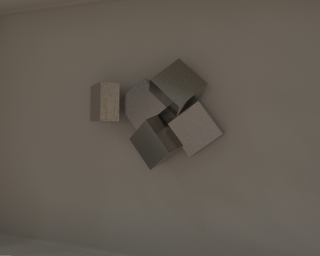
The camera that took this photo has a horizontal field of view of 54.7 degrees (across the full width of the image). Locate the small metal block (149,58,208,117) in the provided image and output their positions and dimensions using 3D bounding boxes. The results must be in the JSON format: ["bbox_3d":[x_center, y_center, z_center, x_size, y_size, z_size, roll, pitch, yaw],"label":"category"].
[{"bbox_3d":[0.022,-0.051,0.388,0.050,0.025,0.050,-40,75,-21],"label":"small metal block"}]

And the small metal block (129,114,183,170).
[{"bbox_3d":[-0.006,0.018,0.398,0.050,0.025,0.050,55,137,12],"label":"small metal block"}]

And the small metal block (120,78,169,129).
[{"bbox_3d":[-0.021,-0.030,0.415,0.050,0.025,0.050,-39,78,15],"label":"small metal block"}]

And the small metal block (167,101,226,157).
[{"bbox_3d":[0.046,0.001,0.392,0.050,0.025,0.050,-37,79,16],"label":"small metal block"}]

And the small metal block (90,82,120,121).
[{"bbox_3d":[-0.075,-0.034,0.420,0.050,0.025,0.050,1,90,63],"label":"small metal block"}]
